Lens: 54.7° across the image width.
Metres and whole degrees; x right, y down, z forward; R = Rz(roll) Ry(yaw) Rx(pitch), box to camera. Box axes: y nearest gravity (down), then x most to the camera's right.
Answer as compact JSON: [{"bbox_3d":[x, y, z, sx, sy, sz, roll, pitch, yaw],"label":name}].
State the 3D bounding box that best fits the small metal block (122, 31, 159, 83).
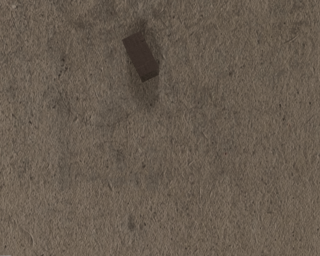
[{"bbox_3d":[-0.024,-0.089,0.397,0.025,0.050,0.050,-27,90,0],"label":"small metal block"}]
